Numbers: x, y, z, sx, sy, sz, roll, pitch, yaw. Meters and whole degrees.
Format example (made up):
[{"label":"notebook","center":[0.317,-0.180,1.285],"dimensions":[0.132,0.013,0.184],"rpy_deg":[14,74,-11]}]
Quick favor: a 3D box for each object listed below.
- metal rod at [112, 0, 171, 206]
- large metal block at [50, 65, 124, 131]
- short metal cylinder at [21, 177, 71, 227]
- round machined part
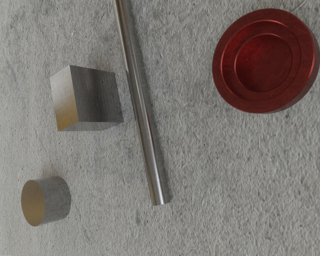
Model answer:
[{"label":"metal rod","center":[-0.028,-0.046,0.425],"dimensions":[0.025,0.025,0.298],"rpy_deg":[-19,78,38]},{"label":"large metal block","center":[-0.106,-0.040,0.454],"dimensions":[0.050,0.081,0.080],"rpy_deg":[-19,78,38]},{"label":"short metal cylinder","center":[-0.204,0.129,0.554],"dimensions":[0.080,0.050,0.079],"rpy_deg":[0,90,39]},{"label":"round machined part","center":[0.105,-0.063,0.306],"dimensions":[0.098,0.042,0.097],"rpy_deg":[0,90,39]}]
